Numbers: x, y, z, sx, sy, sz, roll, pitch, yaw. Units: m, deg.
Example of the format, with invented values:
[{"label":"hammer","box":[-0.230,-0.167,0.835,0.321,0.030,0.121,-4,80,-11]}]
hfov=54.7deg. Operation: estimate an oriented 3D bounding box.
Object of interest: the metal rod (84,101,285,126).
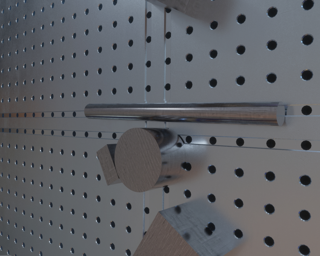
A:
[{"label":"metal rod","box":[0.004,-0.020,0.403,0.300,0.025,0.025,3,92,39]}]

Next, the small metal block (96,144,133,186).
[{"label":"small metal block","box":[-0.055,0.050,0.436,0.025,0.050,0.050,-35,69,34]}]

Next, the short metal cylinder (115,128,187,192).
[{"label":"short metal cylinder","box":[-0.013,0.039,0.402,0.080,0.050,0.079,0,90,39]}]

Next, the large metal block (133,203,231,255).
[{"label":"large metal block","box":[0.023,0.152,0.373,0.080,0.050,0.079,41,115,32]}]

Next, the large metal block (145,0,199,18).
[{"label":"large metal block","box":[-0.003,-0.179,0.374,0.080,0.081,0.050,34,111,34]}]
